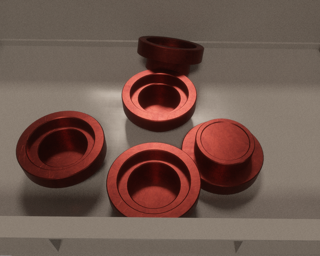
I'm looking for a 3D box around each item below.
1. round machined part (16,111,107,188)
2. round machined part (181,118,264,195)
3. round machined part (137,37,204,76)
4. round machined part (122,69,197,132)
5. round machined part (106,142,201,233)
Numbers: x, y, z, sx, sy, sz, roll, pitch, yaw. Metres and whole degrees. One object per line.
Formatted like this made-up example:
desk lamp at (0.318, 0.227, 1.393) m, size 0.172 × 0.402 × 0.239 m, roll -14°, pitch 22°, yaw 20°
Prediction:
round machined part at (-0.113, 0.029, 0.368) m, size 0.099 × 0.042 × 0.098 m, roll 0°, pitch 50°, yaw 0°
round machined part at (0.075, 0.027, 0.373) m, size 0.099 × 0.042 × 0.098 m, roll 0°, pitch 50°, yaw 0°
round machined part at (0.015, -0.108, 0.469) m, size 0.099 × 0.042 × 0.098 m, roll 7°, pitch 25°, yaw -3°
round machined part at (-0.001, -0.033, 0.421) m, size 0.099 × 0.042 × 0.098 m, roll 0°, pitch 51°, yaw 0°
round machined part at (-0.006, 0.067, 0.338) m, size 0.099 × 0.042 × 0.098 m, roll 0°, pitch 50°, yaw 0°
